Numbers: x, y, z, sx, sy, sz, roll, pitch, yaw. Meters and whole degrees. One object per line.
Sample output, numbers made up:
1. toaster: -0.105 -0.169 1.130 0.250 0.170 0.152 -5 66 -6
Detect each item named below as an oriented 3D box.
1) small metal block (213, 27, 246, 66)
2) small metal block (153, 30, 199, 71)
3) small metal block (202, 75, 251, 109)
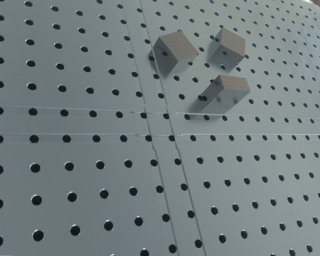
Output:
1. small metal block: 0.127 -0.149 0.567 0.050 0.025 0.050 23 53 -14
2. small metal block: 0.026 -0.125 0.497 0.050 0.025 0.050 -29 78 -37
3. small metal block: 0.102 -0.055 0.480 0.050 0.050 0.025 2 61 -27
